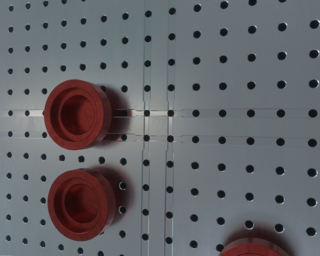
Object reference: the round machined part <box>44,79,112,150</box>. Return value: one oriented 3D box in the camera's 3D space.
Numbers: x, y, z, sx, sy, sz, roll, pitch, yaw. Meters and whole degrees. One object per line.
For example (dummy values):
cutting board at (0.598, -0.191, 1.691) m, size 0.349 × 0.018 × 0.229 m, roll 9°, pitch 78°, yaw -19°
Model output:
round machined part at (-0.112, -0.018, 0.444) m, size 0.098 × 0.042 × 0.097 m, roll 0°, pitch 90°, yaw 20°

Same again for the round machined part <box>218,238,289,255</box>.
round machined part at (0.113, 0.177, 0.364) m, size 0.098 × 0.042 × 0.097 m, roll 0°, pitch 90°, yaw 20°

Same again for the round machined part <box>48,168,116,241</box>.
round machined part at (-0.106, 0.105, 0.442) m, size 0.098 × 0.042 × 0.097 m, roll 0°, pitch 90°, yaw 20°
